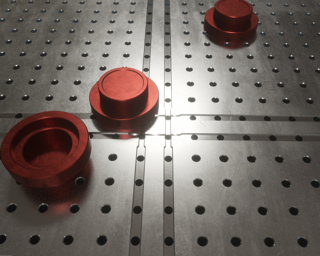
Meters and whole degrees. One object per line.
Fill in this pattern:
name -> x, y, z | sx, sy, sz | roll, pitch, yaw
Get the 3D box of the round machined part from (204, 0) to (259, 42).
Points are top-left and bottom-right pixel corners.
round machined part -> 0.132, -0.203, 0.569 | 0.099, 0.042, 0.098 | 0, 50, 0

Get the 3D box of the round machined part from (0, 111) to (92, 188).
round machined part -> -0.132, 0.029, 0.371 | 0.099, 0.042, 0.098 | 0, 50, 0

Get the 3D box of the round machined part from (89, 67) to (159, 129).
round machined part -> -0.051, -0.049, 0.437 | 0.099, 0.042, 0.098 | 0, 50, 0
